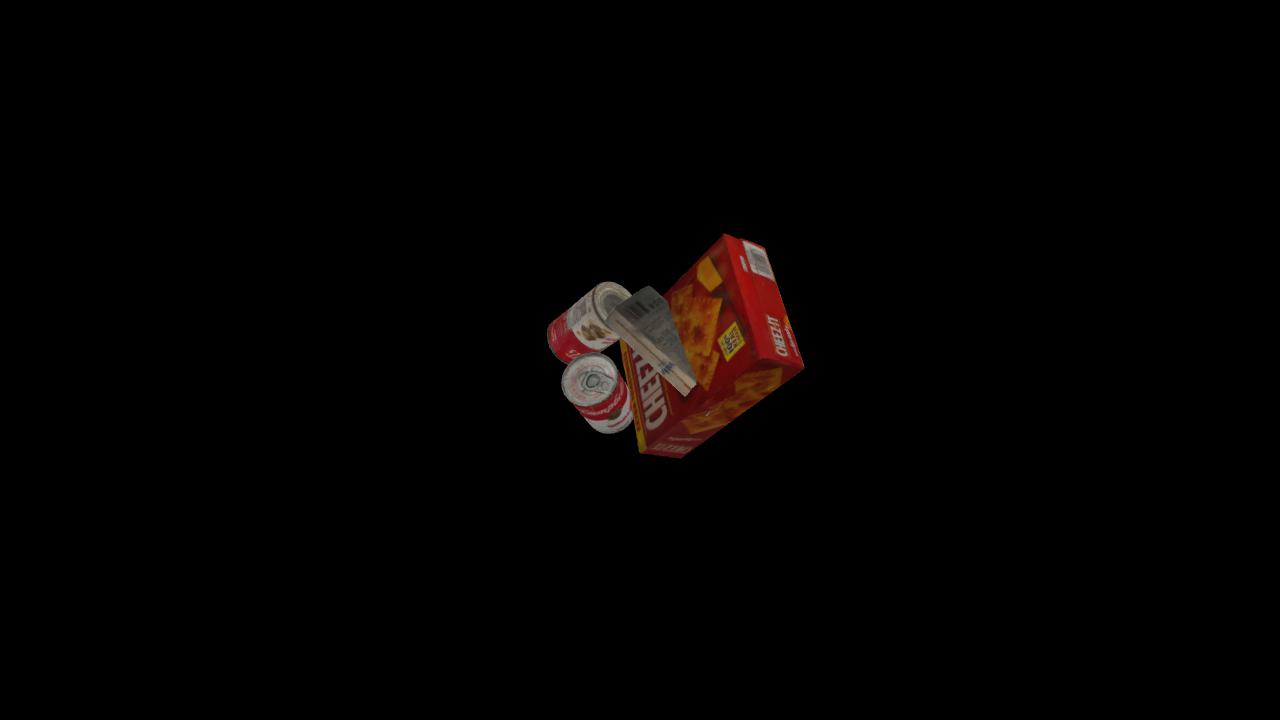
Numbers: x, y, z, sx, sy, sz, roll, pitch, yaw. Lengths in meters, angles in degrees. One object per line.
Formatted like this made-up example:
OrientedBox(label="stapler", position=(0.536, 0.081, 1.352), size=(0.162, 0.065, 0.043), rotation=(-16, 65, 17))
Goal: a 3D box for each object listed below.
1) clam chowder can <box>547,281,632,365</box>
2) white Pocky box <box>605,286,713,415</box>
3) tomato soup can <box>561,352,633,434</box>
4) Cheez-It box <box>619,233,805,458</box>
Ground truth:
OrientedBox(label="clam chowder can", position=(-0.057, -0.043, 0.739), size=(0.068, 0.068, 0.102), rotation=(0, -24, -42))
OrientedBox(label="white Pocky box", position=(0.041, -0.014, 0.688), size=(0.028, 0.154, 0.084), rotation=(-51, -8, 37))
OrientedBox(label="tomato soup can", position=(-0.047, 0.043, 0.740), size=(0.068, 0.068, 0.101), rotation=(0, -26, 13))
OrientedBox(label="Cheez-It box", position=(0.068, -0.009, 0.703), size=(0.071, 0.166, 0.223), rotation=(12, -37, -31))
